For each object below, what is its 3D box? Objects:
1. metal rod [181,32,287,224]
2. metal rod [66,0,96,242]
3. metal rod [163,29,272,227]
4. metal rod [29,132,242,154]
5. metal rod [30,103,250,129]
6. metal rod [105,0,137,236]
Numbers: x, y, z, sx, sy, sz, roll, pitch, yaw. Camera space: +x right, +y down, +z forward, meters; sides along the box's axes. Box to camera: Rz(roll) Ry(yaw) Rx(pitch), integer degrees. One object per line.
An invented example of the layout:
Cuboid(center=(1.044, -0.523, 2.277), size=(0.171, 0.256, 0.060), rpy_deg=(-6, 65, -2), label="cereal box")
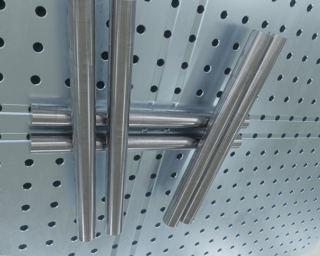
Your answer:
Cuboid(center=(0.093, 0.014, 0.438), size=(0.025, 0.025, 0.298), rpy_deg=(9, 114, -32), label="metal rod")
Cuboid(center=(-0.083, 0.012, 0.341), size=(0.025, 0.025, 0.298), rpy_deg=(-8, 122, -24), label="metal rod")
Cuboid(center=(0.070, 0.014, 0.426), size=(0.025, 0.025, 0.298), rpy_deg=(9, 114, -32), label="metal rod")
Cuboid(center=(-0.012, 0.018, 0.416), size=(0.302, 0.025, 0.025), rpy_deg=(1, 118, -29), label="metal rod")
Cuboid(center=(-0.004, -0.012, 0.401), size=(0.302, 0.025, 0.025), rpy_deg=(1, 118, -29), label="metal rod")
Cuboid(center=(-0.049, 0.010, 0.358), size=(0.025, 0.025, 0.298), rpy_deg=(-8, 122, -24), label="metal rod")
